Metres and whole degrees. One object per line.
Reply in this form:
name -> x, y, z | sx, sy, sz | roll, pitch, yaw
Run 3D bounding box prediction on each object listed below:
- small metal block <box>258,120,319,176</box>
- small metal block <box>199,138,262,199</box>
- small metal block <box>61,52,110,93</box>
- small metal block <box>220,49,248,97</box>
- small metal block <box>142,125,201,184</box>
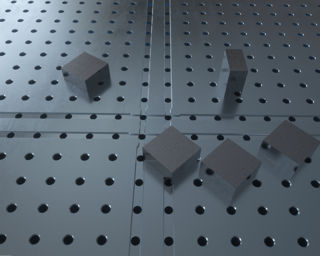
small metal block -> 0.162, 0.024, 0.390 | 0.050, 0.025, 0.050 | -35, 59, -26
small metal block -> 0.083, 0.047, 0.369 | 0.050, 0.025, 0.050 | -36, 59, -27
small metal block -> -0.114, -0.087, 0.479 | 0.050, 0.025, 0.050 | 29, 56, 22
small metal block -> 0.109, -0.082, 0.462 | 0.025, 0.050, 0.050 | 0, 50, 0
small metal block -> 0.014, 0.032, 0.381 | 0.050, 0.025, 0.050 | -36, 59, -27
